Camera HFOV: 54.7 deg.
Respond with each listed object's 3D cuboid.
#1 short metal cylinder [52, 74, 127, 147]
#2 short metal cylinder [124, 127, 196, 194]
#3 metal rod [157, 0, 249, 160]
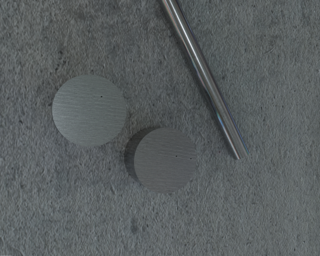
[{"bbox_3d":[-0.085,-0.019,0.365,0.081,0.050,0.080,0,90,-20],"label":"short metal cylinder"},{"bbox_3d":[-0.001,0.039,0.396,0.081,0.050,0.080,0,90,-20],"label":"short metal cylinder"},{"bbox_3d":[0.051,-0.091,0.428,0.025,0.025,0.299,-30,100,-18],"label":"metal rod"}]
